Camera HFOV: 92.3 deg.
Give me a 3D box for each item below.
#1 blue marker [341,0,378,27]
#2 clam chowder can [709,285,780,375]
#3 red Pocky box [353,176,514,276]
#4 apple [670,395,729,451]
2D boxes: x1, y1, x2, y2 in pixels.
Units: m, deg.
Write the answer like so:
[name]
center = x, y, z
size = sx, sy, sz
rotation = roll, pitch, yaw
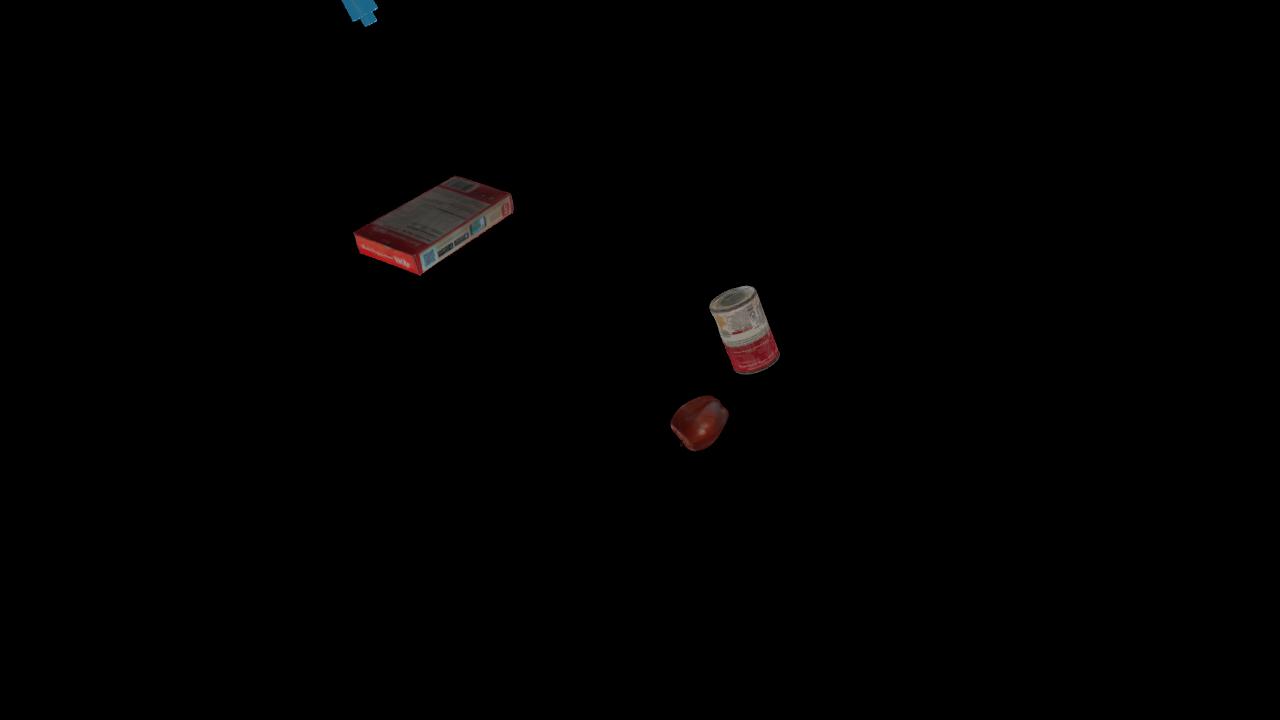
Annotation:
[blue marker]
center = -0.199, -0.263, 0.367
size = 0.020, 0.121, 0.020
rotation = -19, 36, 14
[clam chowder can]
center = 0.141, -0.041, 0.832
size = 0.068, 0.102, 0.068
rotation = -21, 24, 10
[red Pocky box]
center = -0.214, -0.147, 0.654
size = 0.083, 0.028, 0.155
rotation = 22, 45, 18
[apple]
center = 0.095, 0.101, 0.972
size = 0.093, 0.079, 0.079
rotation = -43, 4, -4
